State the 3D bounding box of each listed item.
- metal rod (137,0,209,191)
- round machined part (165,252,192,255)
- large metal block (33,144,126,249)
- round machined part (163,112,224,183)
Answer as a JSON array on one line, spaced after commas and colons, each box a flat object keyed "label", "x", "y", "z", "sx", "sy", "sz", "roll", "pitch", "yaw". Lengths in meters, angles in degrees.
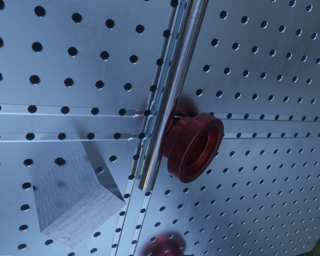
[{"label": "metal rod", "x": 0.015, "y": -0.046, "z": 0.390, "sx": 0.025, "sy": 0.025, "sz": 0.298, "roll": 1, "pitch": 118, "yaw": -29}, {"label": "round machined part", "x": 0.027, "y": 0.274, "z": 0.585, "sx": 0.099, "sy": 0.042, "sz": 0.097, "roll": -14, "pitch": 124, "yaw": -21}, {"label": "large metal block", "x": -0.099, "y": 0.080, "z": 0.371, "sx": 0.080, "sy": 0.080, "sz": 0.050, "roll": -40, "pitch": 130, "yaw": -1}, {"label": "round machined part", "x": 0.042, "y": 0.023, "z": 0.422, "sx": 0.099, "sy": 0.042, "sz": 0.097, "roll": -36, "pitch": 143, "yaw": -34}]
